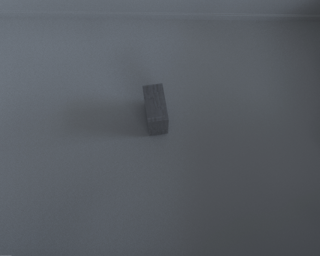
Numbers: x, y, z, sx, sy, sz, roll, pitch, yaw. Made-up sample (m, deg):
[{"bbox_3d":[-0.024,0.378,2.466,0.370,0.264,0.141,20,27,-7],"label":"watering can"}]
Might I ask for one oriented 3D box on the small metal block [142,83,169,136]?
[{"bbox_3d":[-0.006,-0.023,0.401,0.025,0.050,0.050,-8,70,-3],"label":"small metal block"}]
